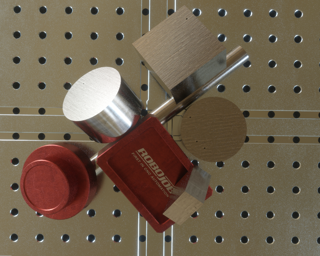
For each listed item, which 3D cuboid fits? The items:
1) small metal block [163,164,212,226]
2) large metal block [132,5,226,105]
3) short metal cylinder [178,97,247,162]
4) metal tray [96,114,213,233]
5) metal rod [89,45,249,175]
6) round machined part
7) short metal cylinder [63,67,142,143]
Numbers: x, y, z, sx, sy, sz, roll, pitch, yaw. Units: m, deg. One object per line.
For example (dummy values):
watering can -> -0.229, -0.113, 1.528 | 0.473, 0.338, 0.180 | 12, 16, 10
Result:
small metal block -> 0.033, 0.080, 0.372 | 0.025, 0.050, 0.050 | 35, 125, -2
large metal block -> 0.026, -0.090, 0.389 | 0.080, 0.050, 0.080 | -37, 71, 0
short metal cylinder -> 0.065, 0.002, 0.401 | 0.081, 0.050, 0.079 | 0, 90, 0
metal tray -> -0.006, 0.058, 0.396 | 0.090, 0.030, 0.130 | -38, 103, 0
metal rod -> -0.009, -0.009, 0.415 | 0.300, 0.025, 0.025 | -37, 90, 0
round machined part -> -0.134, 0.069, 0.391 | 0.098, 0.042, 0.097 | 2, 96, 15
short metal cylinder -> -0.070, -0.028, 0.380 | 0.080, 0.050, 0.080 | -15, 51, 20
